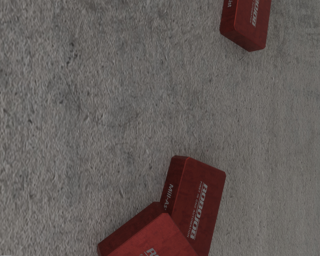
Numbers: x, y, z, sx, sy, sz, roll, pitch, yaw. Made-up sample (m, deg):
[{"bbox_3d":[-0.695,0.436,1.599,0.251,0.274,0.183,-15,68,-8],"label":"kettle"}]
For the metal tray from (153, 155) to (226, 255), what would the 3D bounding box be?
[{"bbox_3d":[0.042,0.113,0.437,0.090,0.030,0.130,26,74,-37],"label":"metal tray"}]

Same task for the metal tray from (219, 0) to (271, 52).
[{"bbox_3d":[0.149,-0.207,0.525,0.091,0.030,0.129,16,80,-39],"label":"metal tray"}]

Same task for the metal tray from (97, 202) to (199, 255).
[{"bbox_3d":[-0.003,0.165,0.378,0.090,0.030,0.130,-36,114,-10],"label":"metal tray"}]
